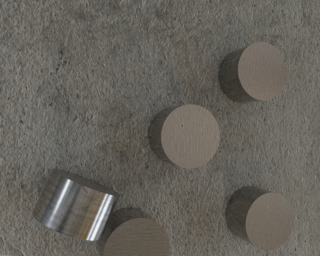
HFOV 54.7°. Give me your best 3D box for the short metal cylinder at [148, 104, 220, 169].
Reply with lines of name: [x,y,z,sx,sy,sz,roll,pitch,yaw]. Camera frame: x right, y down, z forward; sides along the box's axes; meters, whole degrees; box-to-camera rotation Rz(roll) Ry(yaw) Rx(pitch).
short metal cylinder: [0.031,0.010,0.407,0.081,0.050,0.080,0,90,-20]

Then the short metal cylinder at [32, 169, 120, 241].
short metal cylinder: [-0.092,0.084,0.346,0.080,0.080,0.050,25,82,-18]

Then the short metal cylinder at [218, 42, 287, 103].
short metal cylinder: [0.132,-0.077,0.444,0.081,0.050,0.080,0,90,-20]

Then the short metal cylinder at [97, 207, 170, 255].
short metal cylinder: [-0.034,0.144,0.383,0.081,0.050,0.080,0,90,-20]

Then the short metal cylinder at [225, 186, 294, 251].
short metal cylinder: [0.143,0.128,0.449,0.081,0.050,0.080,0,90,-20]
